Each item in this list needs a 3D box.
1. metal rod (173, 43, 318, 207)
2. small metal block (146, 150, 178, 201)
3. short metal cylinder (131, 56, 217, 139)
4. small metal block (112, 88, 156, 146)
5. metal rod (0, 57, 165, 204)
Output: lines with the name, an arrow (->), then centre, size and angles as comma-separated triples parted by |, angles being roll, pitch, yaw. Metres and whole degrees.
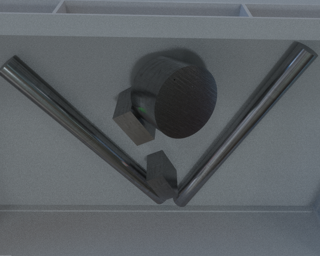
metal rod -> 0.097, 0.017, 0.425 | 0.025, 0.025, 0.298 | 20, 127, -17
small metal block -> 0.004, 0.069, 0.452 | 0.025, 0.050, 0.050 | -21, 127, 16
short metal cylinder -> 0.015, -0.035, 0.340 | 0.081, 0.050, 0.079 | -16, 120, -29
small metal block -> -0.029, -0.015, 0.378 | 0.025, 0.050, 0.050 | -22, 127, 23
metal rod -> -0.085, 0.021, 0.425 | 0.025, 0.025, 0.300 | -29, 125, 22
